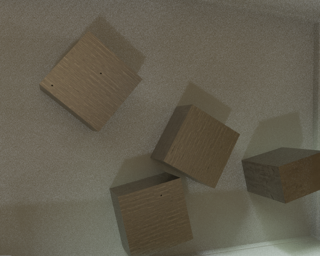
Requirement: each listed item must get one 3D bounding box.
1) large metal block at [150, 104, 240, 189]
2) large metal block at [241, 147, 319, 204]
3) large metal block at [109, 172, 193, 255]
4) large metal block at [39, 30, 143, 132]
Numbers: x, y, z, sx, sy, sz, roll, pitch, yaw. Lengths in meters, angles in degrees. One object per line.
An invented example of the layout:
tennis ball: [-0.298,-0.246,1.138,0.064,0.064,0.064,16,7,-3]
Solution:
large metal block: [0.047,0.024,0.416,0.080,0.050,0.080,30,80,-18]
large metal block: [0.180,0.064,0.450,0.081,0.080,0.050,-14,95,-20]
large metal block: [-0.012,0.109,0.394,0.081,0.050,0.080,-13,95,-20]
large metal block: [-0.082,-0.052,0.367,0.080,0.050,0.080,41,77,-16]
